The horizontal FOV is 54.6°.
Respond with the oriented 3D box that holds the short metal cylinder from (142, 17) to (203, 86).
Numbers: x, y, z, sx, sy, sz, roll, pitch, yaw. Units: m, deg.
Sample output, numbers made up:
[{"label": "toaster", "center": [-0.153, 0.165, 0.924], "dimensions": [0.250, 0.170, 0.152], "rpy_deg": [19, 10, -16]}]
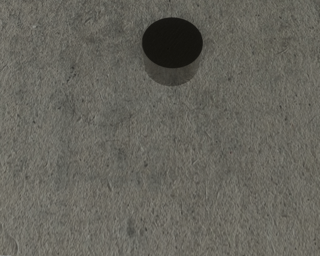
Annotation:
[{"label": "short metal cylinder", "center": [0.017, -0.105, 0.434], "dimensions": [0.080, 0.050, 0.080], "rpy_deg": [0, 70, 0]}]
